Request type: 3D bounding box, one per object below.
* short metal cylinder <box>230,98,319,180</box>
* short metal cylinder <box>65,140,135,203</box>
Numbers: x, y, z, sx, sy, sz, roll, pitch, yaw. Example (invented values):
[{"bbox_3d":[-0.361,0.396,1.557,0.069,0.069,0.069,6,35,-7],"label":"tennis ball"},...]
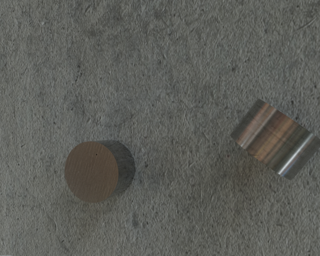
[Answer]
[{"bbox_3d":[0.124,0.011,0.336,0.080,0.080,0.050,38,102,16],"label":"short metal cylinder"},{"bbox_3d":[-0.081,0.057,0.424,0.080,0.050,0.080,0,90,20],"label":"short metal cylinder"}]
